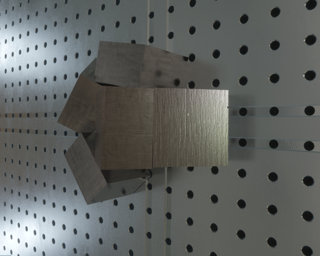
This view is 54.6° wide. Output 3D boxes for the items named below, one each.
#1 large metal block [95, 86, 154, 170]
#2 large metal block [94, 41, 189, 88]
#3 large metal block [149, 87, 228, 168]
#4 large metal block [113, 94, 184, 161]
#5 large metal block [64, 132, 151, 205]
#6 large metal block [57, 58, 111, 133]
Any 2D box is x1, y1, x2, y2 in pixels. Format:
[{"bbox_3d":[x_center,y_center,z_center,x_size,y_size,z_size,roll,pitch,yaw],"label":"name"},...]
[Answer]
[{"bbox_3d":[-0.042,0.000,0.338,0.080,0.050,0.080,-179,91,-74],"label":"large metal block"},{"bbox_3d":[-0.024,-0.075,0.394,0.080,0.081,0.050,17,101,39],"label":"large metal block"},{"bbox_3d":[0.027,0.000,0.341,0.050,0.081,0.080,179,92,-77],"label":"large metal block"},{"bbox_3d":[-0.016,-0.002,0.407,0.080,0.050,0.080,1,91,40],"label":"large metal block"},{"bbox_3d":[-0.073,0.052,0.433,0.050,0.081,0.080,-47,63,29],"label":"large metal block"},{"bbox_3d":[-0.096,-0.045,0.446,0.050,0.080,0.080,29,116,-11],"label":"large metal block"}]
